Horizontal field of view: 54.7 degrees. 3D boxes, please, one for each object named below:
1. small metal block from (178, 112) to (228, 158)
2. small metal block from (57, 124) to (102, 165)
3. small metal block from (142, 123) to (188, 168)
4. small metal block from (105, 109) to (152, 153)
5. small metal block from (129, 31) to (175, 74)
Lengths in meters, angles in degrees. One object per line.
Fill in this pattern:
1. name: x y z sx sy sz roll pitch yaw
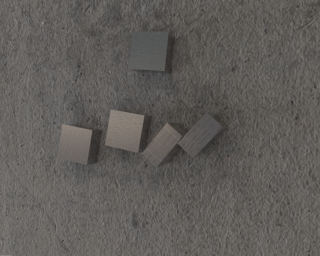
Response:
1. small metal block: 0.054 0.008 0.377 0.025 0.050 0.050 46 104 14
2. small metal block: -0.117 0.023 0.450 0.050 0.025 0.050 11 94 19
3. small metal block: 0.011 0.020 0.392 0.025 0.050 0.050 43 103 15
4. small metal block: -0.043 0.004 0.424 0.050 0.025 0.050 11 94 19
5. small metal block: -0.011 -0.100 0.413 0.050 0.025 0.050 7 92 19
